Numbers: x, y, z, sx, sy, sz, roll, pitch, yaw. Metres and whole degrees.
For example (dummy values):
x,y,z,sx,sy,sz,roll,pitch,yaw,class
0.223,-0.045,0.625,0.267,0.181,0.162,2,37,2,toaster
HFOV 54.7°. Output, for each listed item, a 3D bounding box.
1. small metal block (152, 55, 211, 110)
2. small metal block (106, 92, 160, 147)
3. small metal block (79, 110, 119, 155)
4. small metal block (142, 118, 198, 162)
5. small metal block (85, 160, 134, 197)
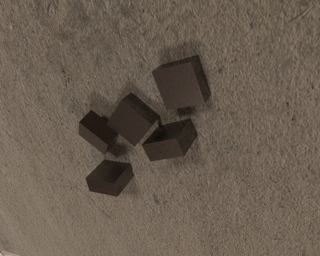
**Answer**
x,y,z,sx,sy,sz,roll,pitch,yaw,class
0.026,-0.052,0.360,0.050,0.025,0.050,-9,114,31,small metal block
-0.036,-0.011,0.418,0.050,0.025,0.050,40,129,0,small metal block
-0.088,0.008,0.444,0.050,0.025,0.050,38,154,2,small metal block
0.013,0.015,0.392,0.050,0.050,0.025,-13,112,33,small metal block
-0.076,0.076,0.476,0.050,0.050,0.025,5,121,25,small metal block
